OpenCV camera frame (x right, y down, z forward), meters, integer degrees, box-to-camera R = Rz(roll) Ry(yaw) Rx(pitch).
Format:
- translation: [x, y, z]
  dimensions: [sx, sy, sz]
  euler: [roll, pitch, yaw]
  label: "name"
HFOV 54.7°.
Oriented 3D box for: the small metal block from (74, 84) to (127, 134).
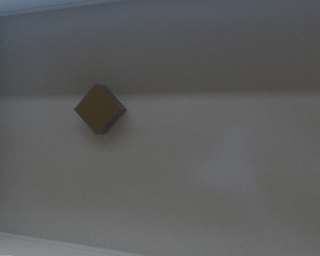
- translation: [-0.084, -0.026, 0.439]
  dimensions: [0.050, 0.025, 0.050]
  euler: [47, 104, 13]
  label: "small metal block"
